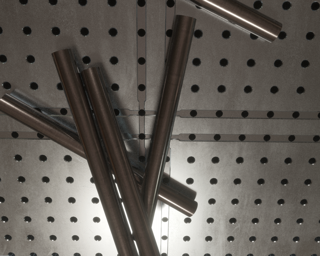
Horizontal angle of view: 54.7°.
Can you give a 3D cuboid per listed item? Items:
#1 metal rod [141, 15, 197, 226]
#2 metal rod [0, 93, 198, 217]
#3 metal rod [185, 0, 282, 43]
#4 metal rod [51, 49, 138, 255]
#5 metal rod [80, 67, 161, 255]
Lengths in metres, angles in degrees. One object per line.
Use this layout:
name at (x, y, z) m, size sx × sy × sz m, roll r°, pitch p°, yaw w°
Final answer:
metal rod at (0.002, 0.011, 0.400) m, size 0.025 × 0.025 × 0.298 m, roll 11°, pitch 103°, yaw -4°
metal rod at (-0.077, 0.043, 0.428) m, size 0.301 × 0.025 × 0.025 m, roll 32°, pitch 107°, yaw -12°
metal rod at (0.002, -0.173, 0.349) m, size 0.302 × 0.025 × 0.025 m, roll 23°, pitch 108°, yaw -9°
metal rod at (-0.079, 0.048, 0.401) m, size 0.025 × 0.025 × 0.298 m, roll -15°, pitch 99°, yaw 5°
metal rod at (-0.043, 0.069, 0.396) m, size 0.025 × 0.025 × 0.298 m, roll -17°, pitch 94°, yaw 6°
